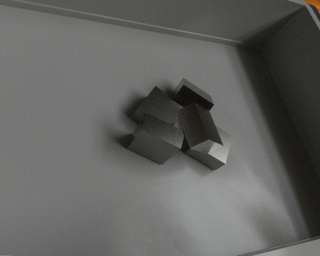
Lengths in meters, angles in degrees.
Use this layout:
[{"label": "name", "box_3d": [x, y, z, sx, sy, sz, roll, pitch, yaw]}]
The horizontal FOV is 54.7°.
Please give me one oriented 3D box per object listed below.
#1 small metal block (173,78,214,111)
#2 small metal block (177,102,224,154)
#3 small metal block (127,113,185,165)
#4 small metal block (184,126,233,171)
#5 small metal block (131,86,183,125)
[{"label": "small metal block", "box_3d": [0.047, -0.043, 0.443, 0.050, 0.025, 0.050, 32, 19, -8]}, {"label": "small metal block", "box_3d": [0.051, 0.001, 0.385, 0.050, 0.025, 0.050, 22, 45, -57]}, {"label": "small metal block", "box_3d": [-0.006, 0.015, 0.376, 0.050, 0.050, 0.025, 26, 53, -13]}, {"label": "small metal block", "box_3d": [0.068, 0.022, 0.428, 0.050, 0.025, 0.050, 31, 52, -9]}, {"label": "small metal block", "box_3d": [-0.002, -0.020, 0.415, 0.050, 0.025, 0.050, 37, 51, -4]}]
